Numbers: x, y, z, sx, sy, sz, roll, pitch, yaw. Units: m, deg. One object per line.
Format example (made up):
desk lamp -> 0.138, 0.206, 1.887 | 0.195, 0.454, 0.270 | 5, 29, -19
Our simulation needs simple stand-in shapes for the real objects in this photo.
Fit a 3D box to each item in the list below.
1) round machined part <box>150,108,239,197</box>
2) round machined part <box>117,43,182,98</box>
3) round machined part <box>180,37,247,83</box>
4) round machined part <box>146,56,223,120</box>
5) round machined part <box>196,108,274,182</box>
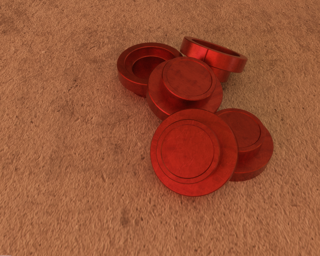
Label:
round machined part -> 0.035, 0.026, 0.339 | 0.098, 0.042, 0.097 | -2, 83, 19
round machined part -> -0.013, -0.082, 0.462 | 0.099, 0.042, 0.098 | 0, 50, 0
round machined part -> 0.075, -0.100, 0.460 | 0.099, 0.042, 0.098 | 16, 23, -7
round machined part -> 0.033, -0.052, 0.395 | 0.099, 0.042, 0.098 | 4, 60, -7
round machined part -> 0.091, 0.013, 0.383 | 0.099, 0.042, 0.098 | 0, 50, 0
